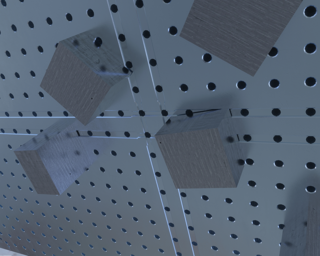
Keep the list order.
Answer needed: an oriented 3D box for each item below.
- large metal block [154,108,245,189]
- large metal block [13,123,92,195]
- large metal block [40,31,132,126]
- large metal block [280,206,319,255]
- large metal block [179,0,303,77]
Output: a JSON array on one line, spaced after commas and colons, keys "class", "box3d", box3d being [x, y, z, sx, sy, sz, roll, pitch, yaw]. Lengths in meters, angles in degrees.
[{"class": "large metal block", "box3d": [0.051, 0.027, 0.384, 0.080, 0.050, 0.080, -8, 115, 31]}, {"class": "large metal block", "box3d": [-0.166, 0.048, 0.490, 0.050, 0.080, 0.080, -5, 116, 30]}, {"class": "large metal block", "box3d": [-0.098, -0.064, 0.406, 0.080, 0.050, 0.080, 42, 129, -1]}, {"class": "large metal block", "box3d": [0.194, 0.155, 0.369, 0.080, 0.080, 0.050, 33, 129, 6]}, {"class": "large metal block", "box3d": [0.077, -0.108, 0.287, 0.080, 0.050, 0.079, 31, 128, 7]}]
